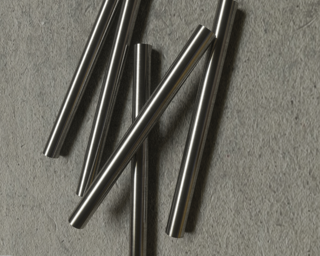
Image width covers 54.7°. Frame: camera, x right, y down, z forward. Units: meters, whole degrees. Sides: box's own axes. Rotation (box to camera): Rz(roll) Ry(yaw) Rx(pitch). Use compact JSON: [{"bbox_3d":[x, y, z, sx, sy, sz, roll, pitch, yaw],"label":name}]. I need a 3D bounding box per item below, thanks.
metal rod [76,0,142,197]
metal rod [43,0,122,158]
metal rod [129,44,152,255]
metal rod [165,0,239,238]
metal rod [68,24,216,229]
[{"bbox_3d":[-0.071,-0.048,0.433,0.025,0.025,0.298,17,96,19],"label":"metal rod"},{"bbox_3d":[-0.103,-0.094,0.445,0.025,0.025,0.298,27,99,18],"label":"metal rod"},{"bbox_3d":[-0.026,0.039,0.418,0.025,0.025,0.298,2,91,20],"label":"metal rod"},{"bbox_3d":[0.051,-0.008,0.390,0.025,0.025,0.298,14,95,19],"label":"metal rod"},{"bbox_3d":[-0.028,0.006,0.391,0.025,0.025,0.299,38,100,16],"label":"metal rod"}]
